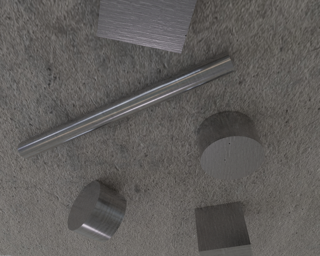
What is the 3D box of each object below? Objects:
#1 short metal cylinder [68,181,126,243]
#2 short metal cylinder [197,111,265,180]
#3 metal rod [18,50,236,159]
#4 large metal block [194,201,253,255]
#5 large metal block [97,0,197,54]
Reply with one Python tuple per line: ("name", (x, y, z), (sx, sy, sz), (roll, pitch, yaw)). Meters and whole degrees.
("short metal cylinder", (-0.098, 0.129, 0.480), (0.050, 0.080, 0.080), (37, 121, -27))
("short metal cylinder", (0.092, 0.024, 0.412), (0.081, 0.050, 0.079), (0, 130, 0))
("metal rod", (-0.054, -0.022, 0.387), (0.300, 0.025, 0.025), (-22, 127, 17))
("large metal block", (0.106, 0.178, 0.524), (0.080, 0.080, 0.050), (-12, 129, 9))
("large metal block", (-0.010, -0.124, 0.285), (0.081, 0.050, 0.079), (10, 130, -9))
